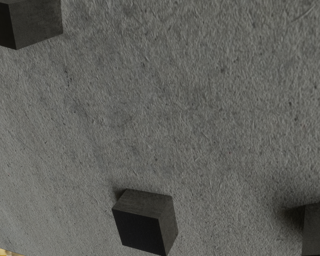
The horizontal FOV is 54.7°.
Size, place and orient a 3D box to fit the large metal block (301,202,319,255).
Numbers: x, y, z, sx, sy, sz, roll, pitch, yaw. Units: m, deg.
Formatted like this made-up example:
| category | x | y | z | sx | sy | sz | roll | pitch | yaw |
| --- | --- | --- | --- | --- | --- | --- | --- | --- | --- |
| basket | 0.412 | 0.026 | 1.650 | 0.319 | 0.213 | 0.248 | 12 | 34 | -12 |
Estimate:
| category | x | y | z | sx | sy | sz | roll | pitch | yaw |
| --- | --- | --- | --- | --- | --- | --- | --- | --- | --- |
| large metal block | 0.205 | 0.140 | 0.350 | 0.050 | 0.080 | 0.080 | -23 | 106 | 36 |

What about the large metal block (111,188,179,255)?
| category | x | y | z | sx | sy | sz | roll | pitch | yaw |
| --- | --- | --- | --- | --- | --- | --- | --- | --- | --- |
| large metal block | -0.022 | 0.149 | 0.495 | 0.080 | 0.050 | 0.079 | 4 | 121 | 26 |

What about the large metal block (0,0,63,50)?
| category | x | y | z | sx | sy | sz | roll | pitch | yaw |
| --- | --- | --- | --- | --- | --- | --- | --- | --- | --- |
| large metal block | -0.180 | -0.139 | 0.380 | 0.080 | 0.080 | 0.050 | 18 | 125 | 18 |
